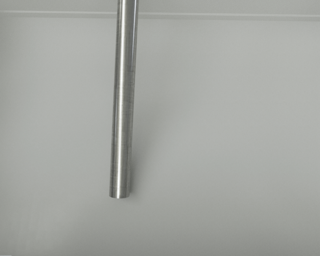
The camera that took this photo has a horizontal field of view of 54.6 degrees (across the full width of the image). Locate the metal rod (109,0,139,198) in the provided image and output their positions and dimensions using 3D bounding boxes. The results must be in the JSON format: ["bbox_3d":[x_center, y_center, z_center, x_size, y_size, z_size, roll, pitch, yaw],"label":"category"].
[{"bbox_3d":[-0.042,-0.066,0.372,0.025,0.025,0.298,3,94,1],"label":"metal rod"}]
